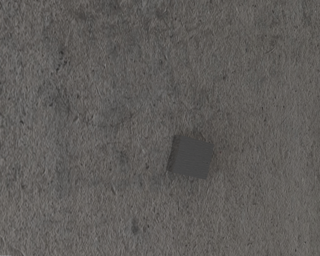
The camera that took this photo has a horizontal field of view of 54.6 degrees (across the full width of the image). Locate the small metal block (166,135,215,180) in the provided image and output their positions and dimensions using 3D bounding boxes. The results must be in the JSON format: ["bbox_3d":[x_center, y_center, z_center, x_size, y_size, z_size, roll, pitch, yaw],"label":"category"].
[{"bbox_3d":[0.041,0.040,0.424,0.050,0.025,0.050,15,85,-20],"label":"small metal block"}]
